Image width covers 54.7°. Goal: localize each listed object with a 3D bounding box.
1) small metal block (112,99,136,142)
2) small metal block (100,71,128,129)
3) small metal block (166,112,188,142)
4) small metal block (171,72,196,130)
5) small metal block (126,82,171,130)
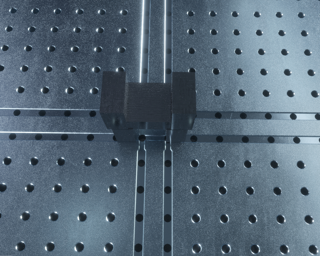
[{"bbox_3d":[-0.045,-0.013,0.402,0.025,0.050,0.050,1,70,0],"label":"small metal block"},{"bbox_3d":[-0.050,-0.030,0.355,0.025,0.050,0.050,1,70,0],"label":"small metal block"},{"bbox_3d":[0.020,-0.013,0.403,0.025,0.050,0.050,-1,70,-1],"label":"small metal block"},{"bbox_3d":[0.026,-0.030,0.355,0.025,0.050,0.050,1,70,0],"label":"small metal block"},{"bbox_3d":[-0.013,-0.026,0.369,0.050,0.025,0.050,1,70,0],"label":"small metal block"}]
